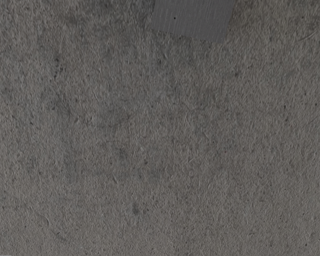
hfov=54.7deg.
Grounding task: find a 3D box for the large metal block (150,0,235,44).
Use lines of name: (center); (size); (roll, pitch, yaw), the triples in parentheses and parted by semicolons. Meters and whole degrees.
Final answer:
large metal block: (0.037, -0.144, 0.344); (0.081, 0.050, 0.079); (11, 110, -4)
